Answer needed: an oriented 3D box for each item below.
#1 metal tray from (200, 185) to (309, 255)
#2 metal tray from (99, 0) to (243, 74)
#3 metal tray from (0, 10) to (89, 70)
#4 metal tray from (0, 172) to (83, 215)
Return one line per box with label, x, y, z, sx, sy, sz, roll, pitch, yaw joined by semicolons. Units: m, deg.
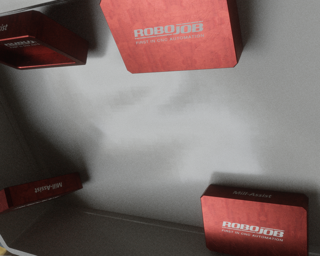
metal tray;0.124;0.127;0.409;0.130;0.030;0.089;1;109;28
metal tray;0.013;-0.105;0.321;0.130;0.030;0.090;2;133;27
metal tray;-0.169;-0.105;0.391;0.130;0.090;0.030;2;82;27
metal tray;-0.209;0.110;0.520;0.090;0.131;0.030;-26;78;37
